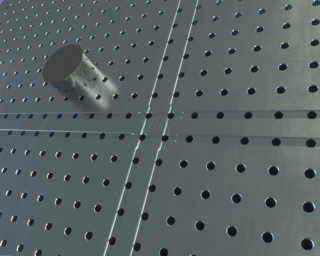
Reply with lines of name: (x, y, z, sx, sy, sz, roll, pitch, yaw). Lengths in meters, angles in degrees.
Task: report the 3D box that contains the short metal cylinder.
short metal cylinder: (-0.150, -0.095, 0.527, 0.080, 0.050, 0.080, -13, 56, 20)
